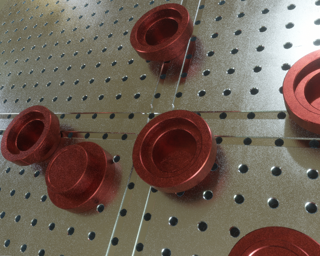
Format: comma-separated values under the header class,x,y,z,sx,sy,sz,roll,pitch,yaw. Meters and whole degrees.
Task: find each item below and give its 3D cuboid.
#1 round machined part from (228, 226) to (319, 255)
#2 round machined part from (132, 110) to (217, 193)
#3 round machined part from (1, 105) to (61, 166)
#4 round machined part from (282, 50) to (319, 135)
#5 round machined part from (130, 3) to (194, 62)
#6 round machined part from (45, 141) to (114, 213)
class,x,y,z,sx,sy,sz,roll,pitch,yaw
round machined part,0.101,0.133,0.263,0.098,0.042,0.098,-13,56,21
round machined part,0.020,0.030,0.369,0.098,0.042,0.098,-13,56,21
round machined part,-0.199,0.016,0.494,0.098,0.042,0.098,-13,56,21
round machined part,0.182,-0.034,0.323,0.098,0.042,0.098,-13,56,21
round machined part,0.006,-0.143,0.483,0.098,0.042,0.098,-13,56,21
round machined part,-0.115,0.061,0.421,0.098,0.042,0.098,-13,56,21
